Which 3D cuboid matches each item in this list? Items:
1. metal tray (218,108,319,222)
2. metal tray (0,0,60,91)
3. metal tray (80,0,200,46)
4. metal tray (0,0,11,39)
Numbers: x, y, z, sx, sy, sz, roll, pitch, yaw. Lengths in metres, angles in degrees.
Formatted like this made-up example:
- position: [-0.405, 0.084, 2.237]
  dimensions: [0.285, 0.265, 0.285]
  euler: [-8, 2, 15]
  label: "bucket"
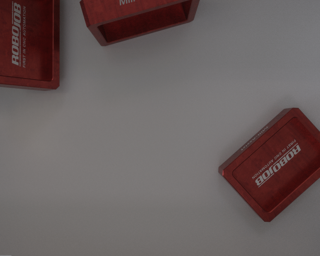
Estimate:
- position: [0.155, 0.047, 0.409]
  dimensions: [0.130, 0.030, 0.090]
  euler: [-42, 90, 0]
  label: "metal tray"
- position: [-0.171, -0.114, 0.379]
  dimensions: [0.030, 0.091, 0.129]
  euler: [0, 90, 42]
  label: "metal tray"
- position: [-0.021, -0.142, 0.378]
  dimensions: [0.131, 0.090, 0.030]
  euler: [-16, 90, 0]
  label: "metal tray"
- position: [-0.235, -0.130, 0.358]
  dimensions: [0.030, 0.131, 0.089]
  euler: [7, 90, 31]
  label: "metal tray"
